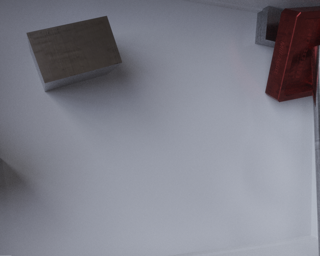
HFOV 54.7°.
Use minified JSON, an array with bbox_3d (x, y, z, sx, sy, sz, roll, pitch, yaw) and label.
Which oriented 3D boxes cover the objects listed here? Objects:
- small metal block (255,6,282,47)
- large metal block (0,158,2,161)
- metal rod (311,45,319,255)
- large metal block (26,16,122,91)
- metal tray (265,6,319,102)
[{"bbox_3d":[0.177,-0.153,0.478,0.050,0.025,0.050,6,88,-20],"label":"small metal block"},{"bbox_3d":[-0.213,0.032,0.303,0.080,0.080,0.050,39,78,-16],"label":"large metal block"},{"bbox_3d":[0.225,0.029,0.422,0.025,0.025,0.299,9,76,-20],"label":"metal rod"},{"bbox_3d":[-0.097,-0.080,0.346,0.081,0.080,0.050,-20,97,-19],"label":"large metal block"},{"bbox_3d":[0.212,-0.108,0.457,0.091,0.030,0.129,-11,123,-20],"label":"metal tray"}]
